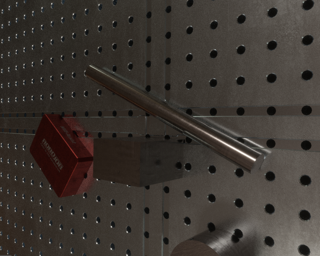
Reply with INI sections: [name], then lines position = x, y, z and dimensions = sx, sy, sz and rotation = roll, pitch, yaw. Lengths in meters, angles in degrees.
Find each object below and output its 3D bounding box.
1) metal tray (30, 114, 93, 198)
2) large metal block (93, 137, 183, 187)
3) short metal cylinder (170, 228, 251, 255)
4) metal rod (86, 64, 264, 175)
[metal tray]
position = -0.180, 0.047, 0.551
dimensions = 0.130, 0.030, 0.089
rotation = 45, 116, 30
[large metal block]
position = -0.027, 0.039, 0.394
dimensions = 0.080, 0.081, 0.050
rotation = 2, 92, 39
[short metal cylinder]
position = 0.056, 0.159, 0.345
dimensions = 0.080, 0.050, 0.079
rotation = 0, 90, 39
[metal rod]
position = -0.003, -0.026, 0.409
dimensions = 0.300, 0.025, 0.025
rotation = 31, 109, 35
